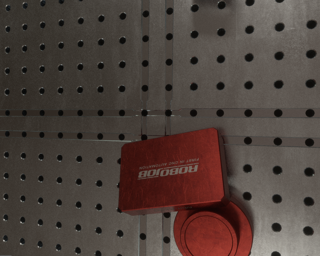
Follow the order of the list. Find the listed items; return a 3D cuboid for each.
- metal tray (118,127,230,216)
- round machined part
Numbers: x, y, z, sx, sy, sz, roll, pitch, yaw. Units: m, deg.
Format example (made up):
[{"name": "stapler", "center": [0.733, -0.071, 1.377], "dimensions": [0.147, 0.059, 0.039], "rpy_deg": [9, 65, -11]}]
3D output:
[{"name": "metal tray", "center": [0.015, 0.056, 0.385], "dimensions": [0.130, 0.030, 0.090], "rpy_deg": [-11, 61, 19]}, {"name": "round machined part", "center": [0.063, 0.130, 0.381], "dimensions": [0.098, 0.042, 0.097], "rpy_deg": [0, 90, 19]}]
